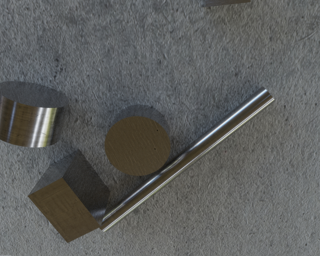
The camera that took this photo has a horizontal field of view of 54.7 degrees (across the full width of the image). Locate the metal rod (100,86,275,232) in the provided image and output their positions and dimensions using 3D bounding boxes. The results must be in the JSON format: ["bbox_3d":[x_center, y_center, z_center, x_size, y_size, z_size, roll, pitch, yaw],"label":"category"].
[{"bbox_3d":[0.026,0.050,0.428,0.300,0.025,0.025,-40,106,13],"label":"metal rod"}]

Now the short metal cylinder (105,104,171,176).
[{"bbox_3d":[-0.027,0.015,0.402,0.081,0.050,0.079,0,110,0],"label":"short metal cylinder"}]

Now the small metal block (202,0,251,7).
[{"bbox_3d":[0.074,-0.166,0.349,0.050,0.025,0.050,-6,110,2],"label":"small metal block"}]

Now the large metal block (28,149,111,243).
[{"bbox_3d":[-0.115,0.087,0.411,0.050,0.080,0.080,-28,108,10],"label":"large metal block"}]

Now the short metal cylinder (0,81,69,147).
[{"bbox_3d":[-0.156,-0.018,0.372,0.080,0.080,0.050,17,109,-7],"label":"short metal cylinder"}]
